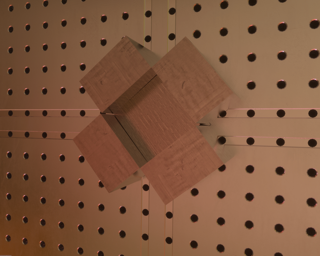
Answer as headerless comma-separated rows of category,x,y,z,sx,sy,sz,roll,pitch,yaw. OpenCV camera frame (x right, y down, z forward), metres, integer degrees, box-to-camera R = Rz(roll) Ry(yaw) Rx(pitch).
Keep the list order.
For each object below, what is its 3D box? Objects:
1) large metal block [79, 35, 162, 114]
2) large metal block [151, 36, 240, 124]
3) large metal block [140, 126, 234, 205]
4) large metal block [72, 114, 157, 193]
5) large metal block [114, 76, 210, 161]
large metal block,-0.040,-0.062,0.398,0.080,0.080,0.050,-40,77,16
large metal block,0.046,-0.052,0.368,0.050,0.080,0.080,-40,78,15
large metal block,0.036,0.041,0.372,0.080,0.080,0.050,-39,78,16
large metal block,-0.051,0.029,0.402,0.050,0.080,0.080,-40,78,16
large metal block,0.003,-0.011,0.397,0.080,0.050,0.080,-40,76,17
